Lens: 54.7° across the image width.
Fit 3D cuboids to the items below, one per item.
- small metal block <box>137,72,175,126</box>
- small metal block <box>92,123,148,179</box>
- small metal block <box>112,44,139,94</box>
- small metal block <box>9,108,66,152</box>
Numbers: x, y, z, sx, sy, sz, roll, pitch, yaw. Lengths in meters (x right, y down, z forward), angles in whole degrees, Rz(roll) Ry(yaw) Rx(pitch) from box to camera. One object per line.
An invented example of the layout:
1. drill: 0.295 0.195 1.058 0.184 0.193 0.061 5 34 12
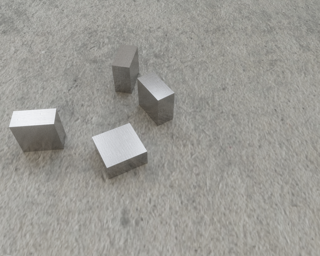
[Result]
1. small metal block: -0.006 -0.039 0.420 0.025 0.050 0.050 -27 55 -21
2. small metal block: -0.049 0.027 0.380 0.050 0.025 0.050 -22 54 -18
3. small metal block: -0.050 -0.087 0.460 0.025 0.050 0.050 8 51 6
4. small metal block: -0.149 0.004 0.382 0.050 0.050 0.025 -4 50 -4
